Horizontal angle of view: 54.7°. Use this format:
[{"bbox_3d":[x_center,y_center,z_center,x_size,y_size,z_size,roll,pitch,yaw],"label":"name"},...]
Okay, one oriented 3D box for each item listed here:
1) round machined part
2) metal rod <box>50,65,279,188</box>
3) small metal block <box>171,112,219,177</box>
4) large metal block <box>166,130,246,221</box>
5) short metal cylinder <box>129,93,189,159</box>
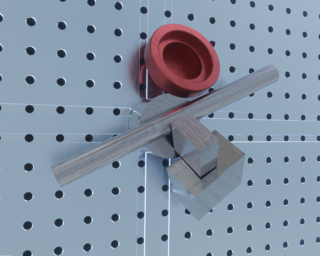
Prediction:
[{"bbox_3d":[0.025,-0.082,0.401,0.099,0.042,0.098,11,63,-22],"label":"round machined part"},{"bbox_3d":[0.021,-0.011,0.368,0.302,0.025,0.025,-26,99,-19],"label":"metal rod"},{"bbox_3d":[0.039,0.019,0.350,0.025,0.050,0.050,-31,143,-18],"label":"small metal block"},{"bbox_3d":[0.060,0.062,0.398,0.080,0.050,0.080,-37,147,-16],"label":"large metal block"},{"bbox_3d":[0.005,-0.003,0.401,0.081,0.050,0.079,0,90,-21],"label":"short metal cylinder"}]
